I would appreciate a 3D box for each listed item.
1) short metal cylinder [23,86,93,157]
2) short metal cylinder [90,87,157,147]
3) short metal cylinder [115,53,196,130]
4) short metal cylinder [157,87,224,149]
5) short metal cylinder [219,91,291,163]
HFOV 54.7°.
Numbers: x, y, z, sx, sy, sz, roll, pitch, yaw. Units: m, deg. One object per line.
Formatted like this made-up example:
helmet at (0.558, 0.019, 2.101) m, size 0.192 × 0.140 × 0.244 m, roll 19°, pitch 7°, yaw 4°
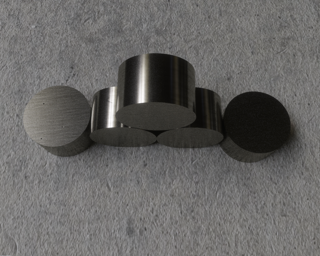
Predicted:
short metal cylinder at (-0.125, -0.007, 0.398) m, size 0.081 × 0.050 × 0.080 m, roll 0°, pitch 70°, yaw -1°
short metal cylinder at (-0.044, -0.011, 0.384) m, size 0.081 × 0.080 × 0.050 m, roll 0°, pitch 70°, yaw 0°
short metal cylinder at (-0.004, -0.034, 0.319) m, size 0.080 × 0.080 × 0.050 m, roll 1°, pitch 71°, yaw 0°
short metal cylinder at (0.036, -0.010, 0.384) m, size 0.081 × 0.080 × 0.050 m, roll 0°, pitch 69°, yaw 0°
short metal cylinder at (0.117, 0.000, 0.396) m, size 0.081 × 0.050 × 0.080 m, roll 0°, pitch 70°, yaw -1°
